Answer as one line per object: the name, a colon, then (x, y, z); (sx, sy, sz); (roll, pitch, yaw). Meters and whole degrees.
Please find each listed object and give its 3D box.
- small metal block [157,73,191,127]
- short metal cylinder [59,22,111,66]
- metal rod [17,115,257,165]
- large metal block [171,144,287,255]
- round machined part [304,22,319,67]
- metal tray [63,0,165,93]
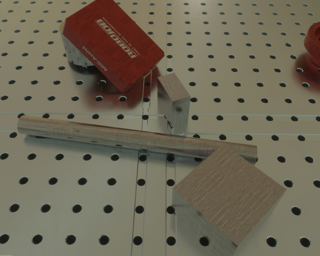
small metal block: (0.018, -0.038, 0.424); (0.025, 0.050, 0.050); (-18, 52, -14)
short metal cylinder: (-0.117, -0.144, 0.506); (0.080, 0.050, 0.080); (-1, 43, 1)
metal rod: (-0.033, 0.015, 0.394); (0.302, 0.025, 0.025); (7, 51, 6)
large metal block: (0.070, 0.076, 0.327); (0.080, 0.050, 0.080); (-37, 59, -27)
round machined part: (0.287, -0.132, 0.509); (0.099, 0.042, 0.098); (0, 50, 0)
metal tray: (-0.068, -0.129, 0.470); (0.130, 0.030, 0.090); (45, 59, -5)
